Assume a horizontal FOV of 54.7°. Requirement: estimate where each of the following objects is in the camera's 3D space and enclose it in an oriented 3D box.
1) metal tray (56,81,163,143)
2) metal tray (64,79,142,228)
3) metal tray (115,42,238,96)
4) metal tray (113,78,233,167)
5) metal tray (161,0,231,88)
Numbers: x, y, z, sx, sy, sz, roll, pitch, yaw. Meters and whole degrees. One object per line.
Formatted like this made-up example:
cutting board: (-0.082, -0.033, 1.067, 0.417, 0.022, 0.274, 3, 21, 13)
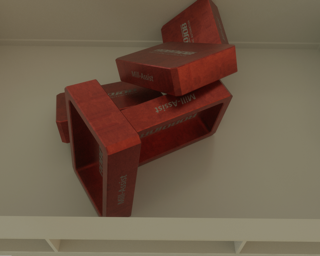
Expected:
metal tray: (-0.065, -0.028, 0.405, 0.131, 0.030, 0.090, -13, 30, -11)
metal tray: (-0.059, 0.029, 0.310, 0.030, 0.129, 0.090, -21, 53, -28)
metal tray: (0.016, -0.077, 0.376, 0.091, 0.030, 0.130, -25, 28, -27)
metal tray: (0.013, -0.003, 0.363, 0.131, 0.090, 0.030, -22, 64, -18)
metal tray: (0.051, -0.122, 0.458, 0.090, 0.030, 0.130, -28, 53, 31)
